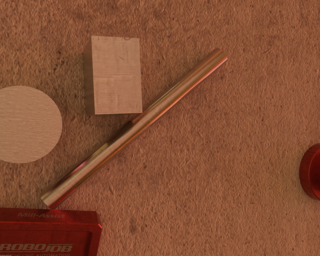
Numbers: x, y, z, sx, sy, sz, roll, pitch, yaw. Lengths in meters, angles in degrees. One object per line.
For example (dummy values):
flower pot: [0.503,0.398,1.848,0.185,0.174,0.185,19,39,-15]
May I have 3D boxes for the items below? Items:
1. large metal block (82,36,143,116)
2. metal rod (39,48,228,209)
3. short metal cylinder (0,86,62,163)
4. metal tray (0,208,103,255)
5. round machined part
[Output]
large metal block: [-0.058,-0.055,0.359,0.050,0.080,0.079,-3,91,-20]
metal rod: [-0.023,-0.008,0.401,0.301,0.025,0.025,-41,103,-16]
short metal cylinder: [-0.151,-0.004,0.340,0.081,0.050,0.079,0,90,-21]
metal tray: [-0.138,0.138,0.344,0.131,0.030,0.089,8,102,-20]
round machined part: [0.282,0.074,0.507,0.099,0.042,0.097,0,90,-21]
